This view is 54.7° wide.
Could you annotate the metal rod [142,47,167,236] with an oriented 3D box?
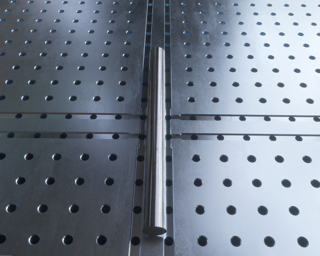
[{"bbox_3d":[-0.005,-0.009,0.415,0.025,0.025,0.300,0,50,0],"label":"metal rod"}]
